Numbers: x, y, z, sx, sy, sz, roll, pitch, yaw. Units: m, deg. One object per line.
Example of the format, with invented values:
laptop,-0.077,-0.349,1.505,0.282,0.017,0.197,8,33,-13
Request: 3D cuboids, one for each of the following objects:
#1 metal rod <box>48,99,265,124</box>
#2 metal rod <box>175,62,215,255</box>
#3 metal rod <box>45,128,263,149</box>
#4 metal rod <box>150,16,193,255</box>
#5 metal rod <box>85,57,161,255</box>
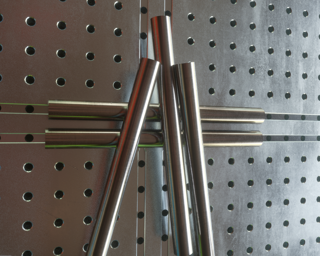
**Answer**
metal rod,0.010,-0.020,0.418,0.303,0.025,0.025,1,90,-21
metal rod,0.050,0.065,0.412,0.025,0.025,0.298,-11,101,-20
metal rod,0.007,0.014,0.417,0.303,0.025,0.025,1,90,-21
metal rod,0.015,0.012,0.393,0.025,0.025,0.298,-7,93,-20
metal rod,-0.052,0.063,0.375,0.025,0.025,0.298,15,92,-20
